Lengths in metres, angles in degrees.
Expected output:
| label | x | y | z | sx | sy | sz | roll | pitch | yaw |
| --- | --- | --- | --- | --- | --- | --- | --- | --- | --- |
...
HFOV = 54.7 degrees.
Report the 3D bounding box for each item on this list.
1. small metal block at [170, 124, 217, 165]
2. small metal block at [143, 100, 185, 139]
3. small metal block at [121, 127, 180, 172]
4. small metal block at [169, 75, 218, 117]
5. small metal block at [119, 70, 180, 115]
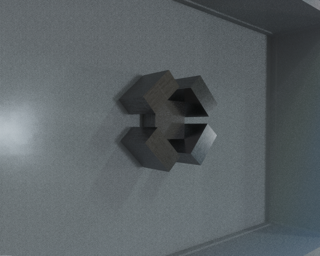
| label | x | y | z | sx | sy | sz | roll | pitch | yaw |
| --- | --- | --- | --- | --- | --- | --- | --- | --- | --- |
| small metal block | 0.041 | 0.021 | 0.422 | 0.025 | 0.050 | 0.050 | 49 | 60 | -30 |
| small metal block | 0.006 | -0.011 | 0.408 | 0.050 | 0.025 | 0.050 | 1 | 90 | -40 |
| small metal block | -0.012 | 0.025 | 0.378 | 0.025 | 0.050 | 0.050 | -52 | 120 | -26 |
| small metal block | 0.042 | -0.042 | 0.422 | 0.025 | 0.050 | 0.050 | -53 | 122 | -28 |
| small metal block | -0.013 | -0.043 | 0.376 | 0.050 | 0.050 | 0.025 | -49 | 119 | -28 |
